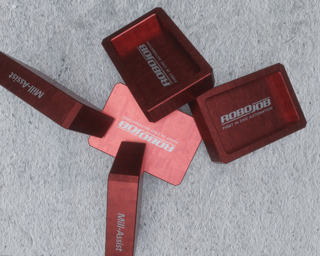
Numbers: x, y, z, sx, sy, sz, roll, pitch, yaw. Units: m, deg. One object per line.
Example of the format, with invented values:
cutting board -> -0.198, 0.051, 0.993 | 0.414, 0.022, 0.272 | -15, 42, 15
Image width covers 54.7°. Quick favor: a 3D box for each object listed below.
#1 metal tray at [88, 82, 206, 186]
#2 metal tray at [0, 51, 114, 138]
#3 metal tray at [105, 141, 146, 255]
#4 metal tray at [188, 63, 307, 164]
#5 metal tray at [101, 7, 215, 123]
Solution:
metal tray -> -0.016, 0.008, 0.408 | 0.131, 0.030, 0.090 | 26, 90, -1
metal tray -> -0.127, -0.038, 0.362 | 0.130, 0.090, 0.030 | 31, 90, 16
metal tray -> -0.039, 0.091, 0.359 | 0.030, 0.090, 0.129 | 6, 111, 0
metal tray -> 0.112, -0.019, 0.394 | 0.131, 0.030, 0.090 | -22, 90, -15
metal tray -> -0.005, -0.081, 0.379 | 0.090, 0.030, 0.130 | -31, 61, -1
